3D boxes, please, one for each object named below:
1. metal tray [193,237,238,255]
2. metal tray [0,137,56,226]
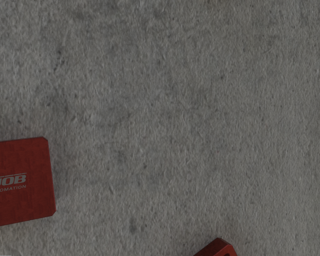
[{"bbox_3d":[0.060,0.228,0.430,0.131,0.030,0.090,-30,100,-18],"label":"metal tray"},{"bbox_3d":[-0.187,0.061,0.338,0.131,0.030,0.089,-7,93,-20],"label":"metal tray"}]
